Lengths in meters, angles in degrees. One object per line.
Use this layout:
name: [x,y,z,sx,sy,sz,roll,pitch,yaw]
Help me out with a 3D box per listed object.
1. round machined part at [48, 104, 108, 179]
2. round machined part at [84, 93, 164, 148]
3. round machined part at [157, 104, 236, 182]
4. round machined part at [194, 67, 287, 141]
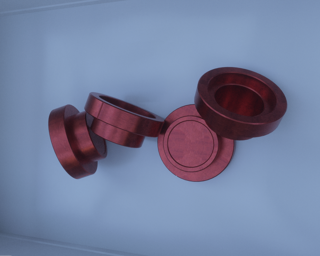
round machined part: [-0.102,0.014,0.408,0.042,0.098,0.098,-19,84,4]
round machined part: [-0.048,-0.007,0.387,0.098,0.098,0.042,25,98,18]
round machined part: [0.043,0.019,0.386,0.098,0.042,0.097,0,90,19]
round machined part: [0.087,-0.024,0.351,0.098,0.098,0.042,27,137,17]
